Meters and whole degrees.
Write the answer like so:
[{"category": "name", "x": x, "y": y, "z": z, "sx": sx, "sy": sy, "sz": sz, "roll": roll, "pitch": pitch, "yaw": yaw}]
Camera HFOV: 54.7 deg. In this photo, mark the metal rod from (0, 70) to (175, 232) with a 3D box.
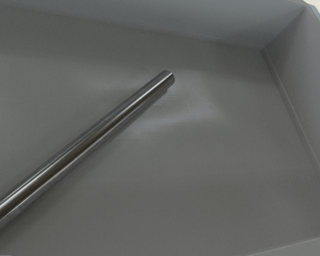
[{"category": "metal rod", "x": -0.072, "y": 0.007, "z": 0.363, "sx": 0.025, "sy": 0.025, "sz": 0.302, "roll": 44, "pitch": 51, "yaw": 2}]
